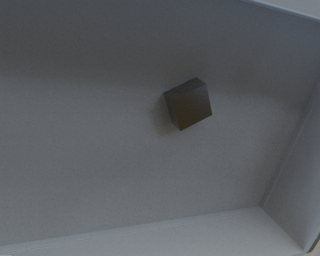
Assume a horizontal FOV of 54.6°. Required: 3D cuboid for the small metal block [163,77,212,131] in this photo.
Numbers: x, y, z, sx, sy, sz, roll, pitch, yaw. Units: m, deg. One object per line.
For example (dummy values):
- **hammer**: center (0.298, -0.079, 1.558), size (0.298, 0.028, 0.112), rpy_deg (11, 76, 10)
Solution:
- **small metal block**: center (0.037, -0.031, 0.409), size (0.050, 0.025, 0.050), rpy_deg (-27, 128, -12)
